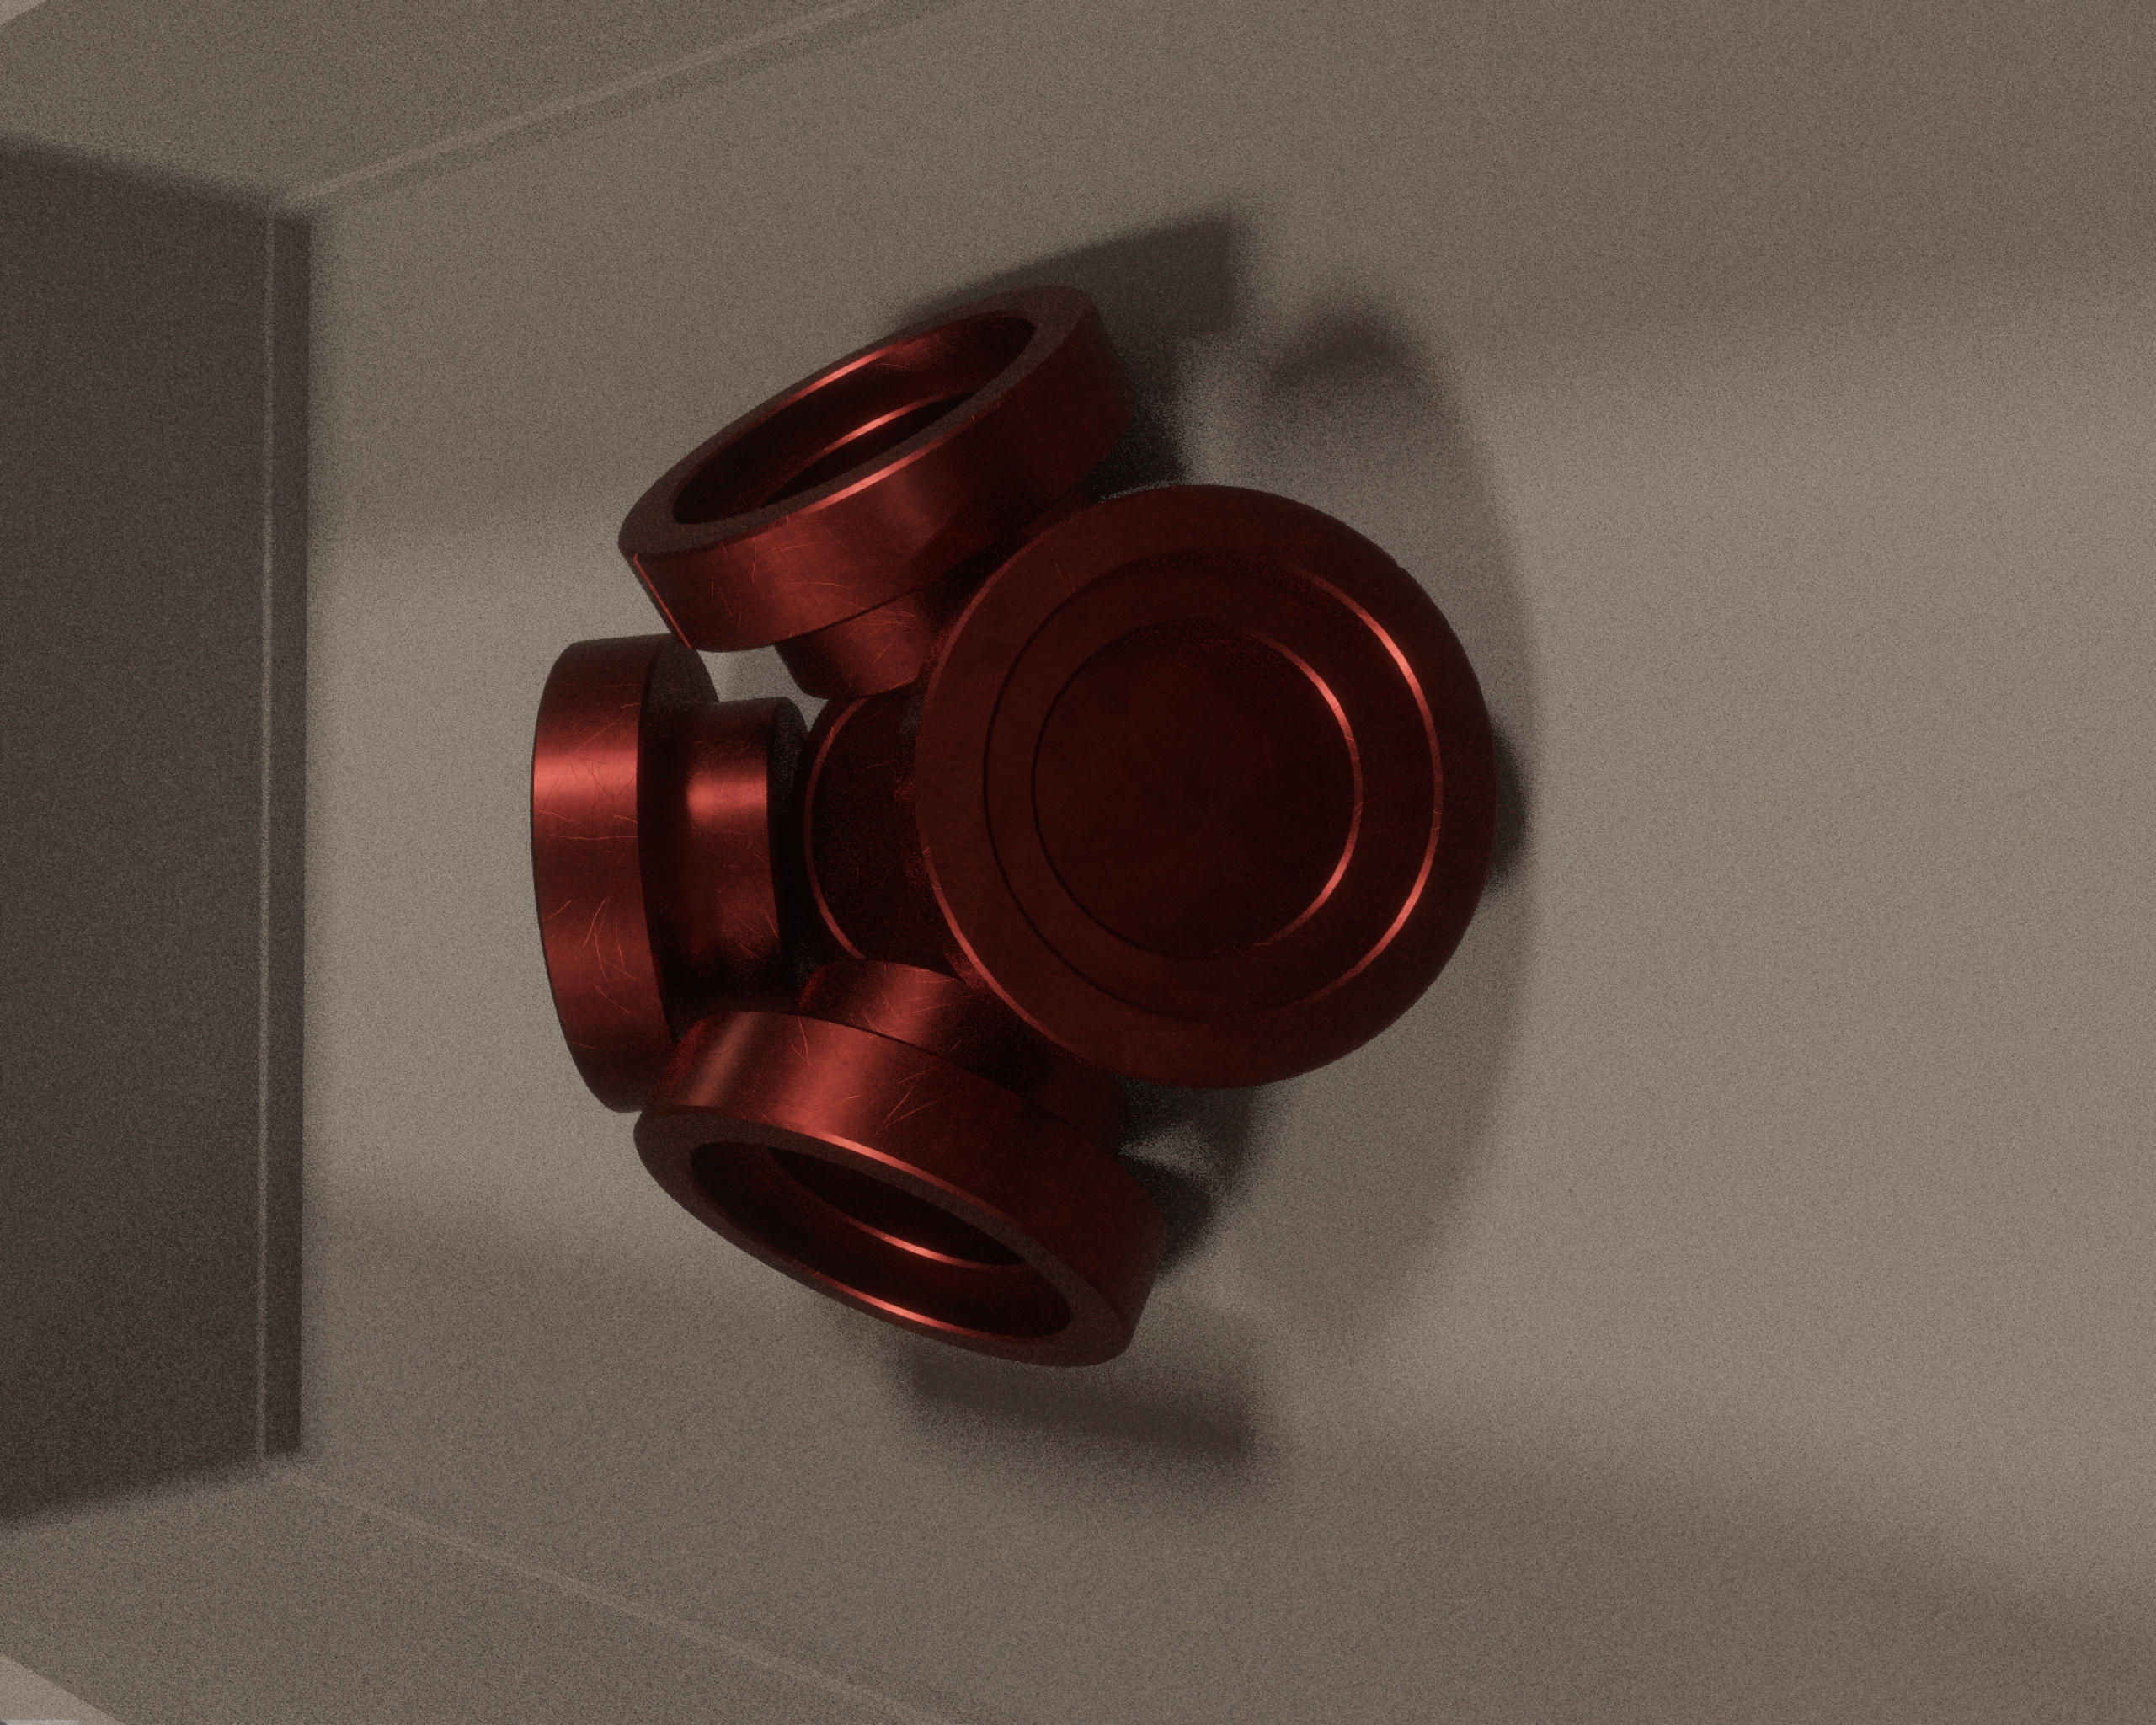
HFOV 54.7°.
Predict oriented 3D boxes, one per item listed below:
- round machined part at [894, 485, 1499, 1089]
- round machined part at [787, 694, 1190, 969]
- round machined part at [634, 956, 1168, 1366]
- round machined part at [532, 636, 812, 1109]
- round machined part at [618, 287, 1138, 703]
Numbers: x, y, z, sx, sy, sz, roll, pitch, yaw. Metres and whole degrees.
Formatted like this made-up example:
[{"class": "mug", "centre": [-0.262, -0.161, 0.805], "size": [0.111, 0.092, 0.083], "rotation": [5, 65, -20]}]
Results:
[{"class": "round machined part", "centre": [0.017, -0.012, 0.354], "size": [0.042, 0.099, 0.097], "rotation": [171, 97, -75]}, {"class": "round machined part", "centre": [-0.018, -0.007, 0.406], "size": [0.098, 0.042, 0.097], "rotation": [0, 90, 39]}, {"class": "round machined part", "centre": [-0.029, 0.053, 0.391], "size": [0.098, 0.098, 0.042], "rotation": [-2, 53, 39]}, {"class": "round machined part", "centre": [-0.077, 0.001, 0.431], "size": [0.042, 0.098, 0.097], "rotation": [-5, 86, 2]}, {"class": "round machined part", "centre": [-0.033, -0.066, 0.394], "size": [0.098, 0.098, 0.042], "rotation": [-5, 125, 39]}]
